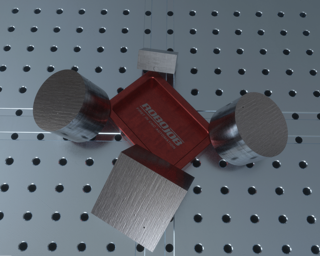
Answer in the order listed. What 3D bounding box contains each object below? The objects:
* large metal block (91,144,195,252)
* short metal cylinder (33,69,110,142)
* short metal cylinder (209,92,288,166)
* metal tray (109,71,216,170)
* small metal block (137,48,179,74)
[{"bbox_3d":[-0.018,0.076,0.352,0.080,0.050,0.080,29,103,10],"label":"large metal block"},{"bbox_3d":[-0.111,-0.027,0.391,0.080,0.050,0.080,-9,69,24],"label":"short metal cylinder"},{"bbox_3d":[0.108,0.002,0.382,0.081,0.050,0.080,10,68,-25],"label":"short metal cylinder"},{"bbox_3d":[0.000,-0.005,0.410,0.090,0.030,0.130,-40,75,-13],"label":"metal tray"},{"bbox_3d":[-0.002,-0.094,0.430,0.050,0.050,0.025,8,108,3],"label":"small metal block"}]
